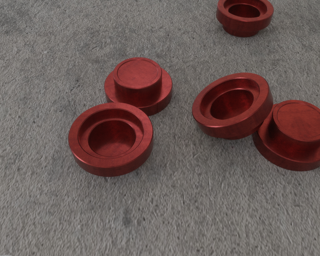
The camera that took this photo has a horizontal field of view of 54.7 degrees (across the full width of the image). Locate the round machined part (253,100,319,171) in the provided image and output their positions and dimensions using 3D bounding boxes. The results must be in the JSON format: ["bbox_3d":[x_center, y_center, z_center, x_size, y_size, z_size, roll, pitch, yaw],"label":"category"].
[{"bbox_3d":[0.171,0.002,0.391,0.099,0.042,0.098,0,50,0],"label":"round machined part"}]

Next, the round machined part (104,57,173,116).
[{"bbox_3d":[-0.031,-0.065,0.446,0.099,0.042,0.098,0,50,0],"label":"round machined part"}]

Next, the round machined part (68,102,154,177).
[{"bbox_3d":[-0.057,0.018,0.377,0.099,0.042,0.098,0,50,0],"label":"round machined part"}]

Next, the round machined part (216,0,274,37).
[{"bbox_3d":[0.151,-0.202,0.562,0.099,0.042,0.098,0,50,0],"label":"round machined part"}]

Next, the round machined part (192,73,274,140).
[{"bbox_3d":[0.094,-0.023,0.395,0.098,0.042,0.098,-21,37,17],"label":"round machined part"}]
